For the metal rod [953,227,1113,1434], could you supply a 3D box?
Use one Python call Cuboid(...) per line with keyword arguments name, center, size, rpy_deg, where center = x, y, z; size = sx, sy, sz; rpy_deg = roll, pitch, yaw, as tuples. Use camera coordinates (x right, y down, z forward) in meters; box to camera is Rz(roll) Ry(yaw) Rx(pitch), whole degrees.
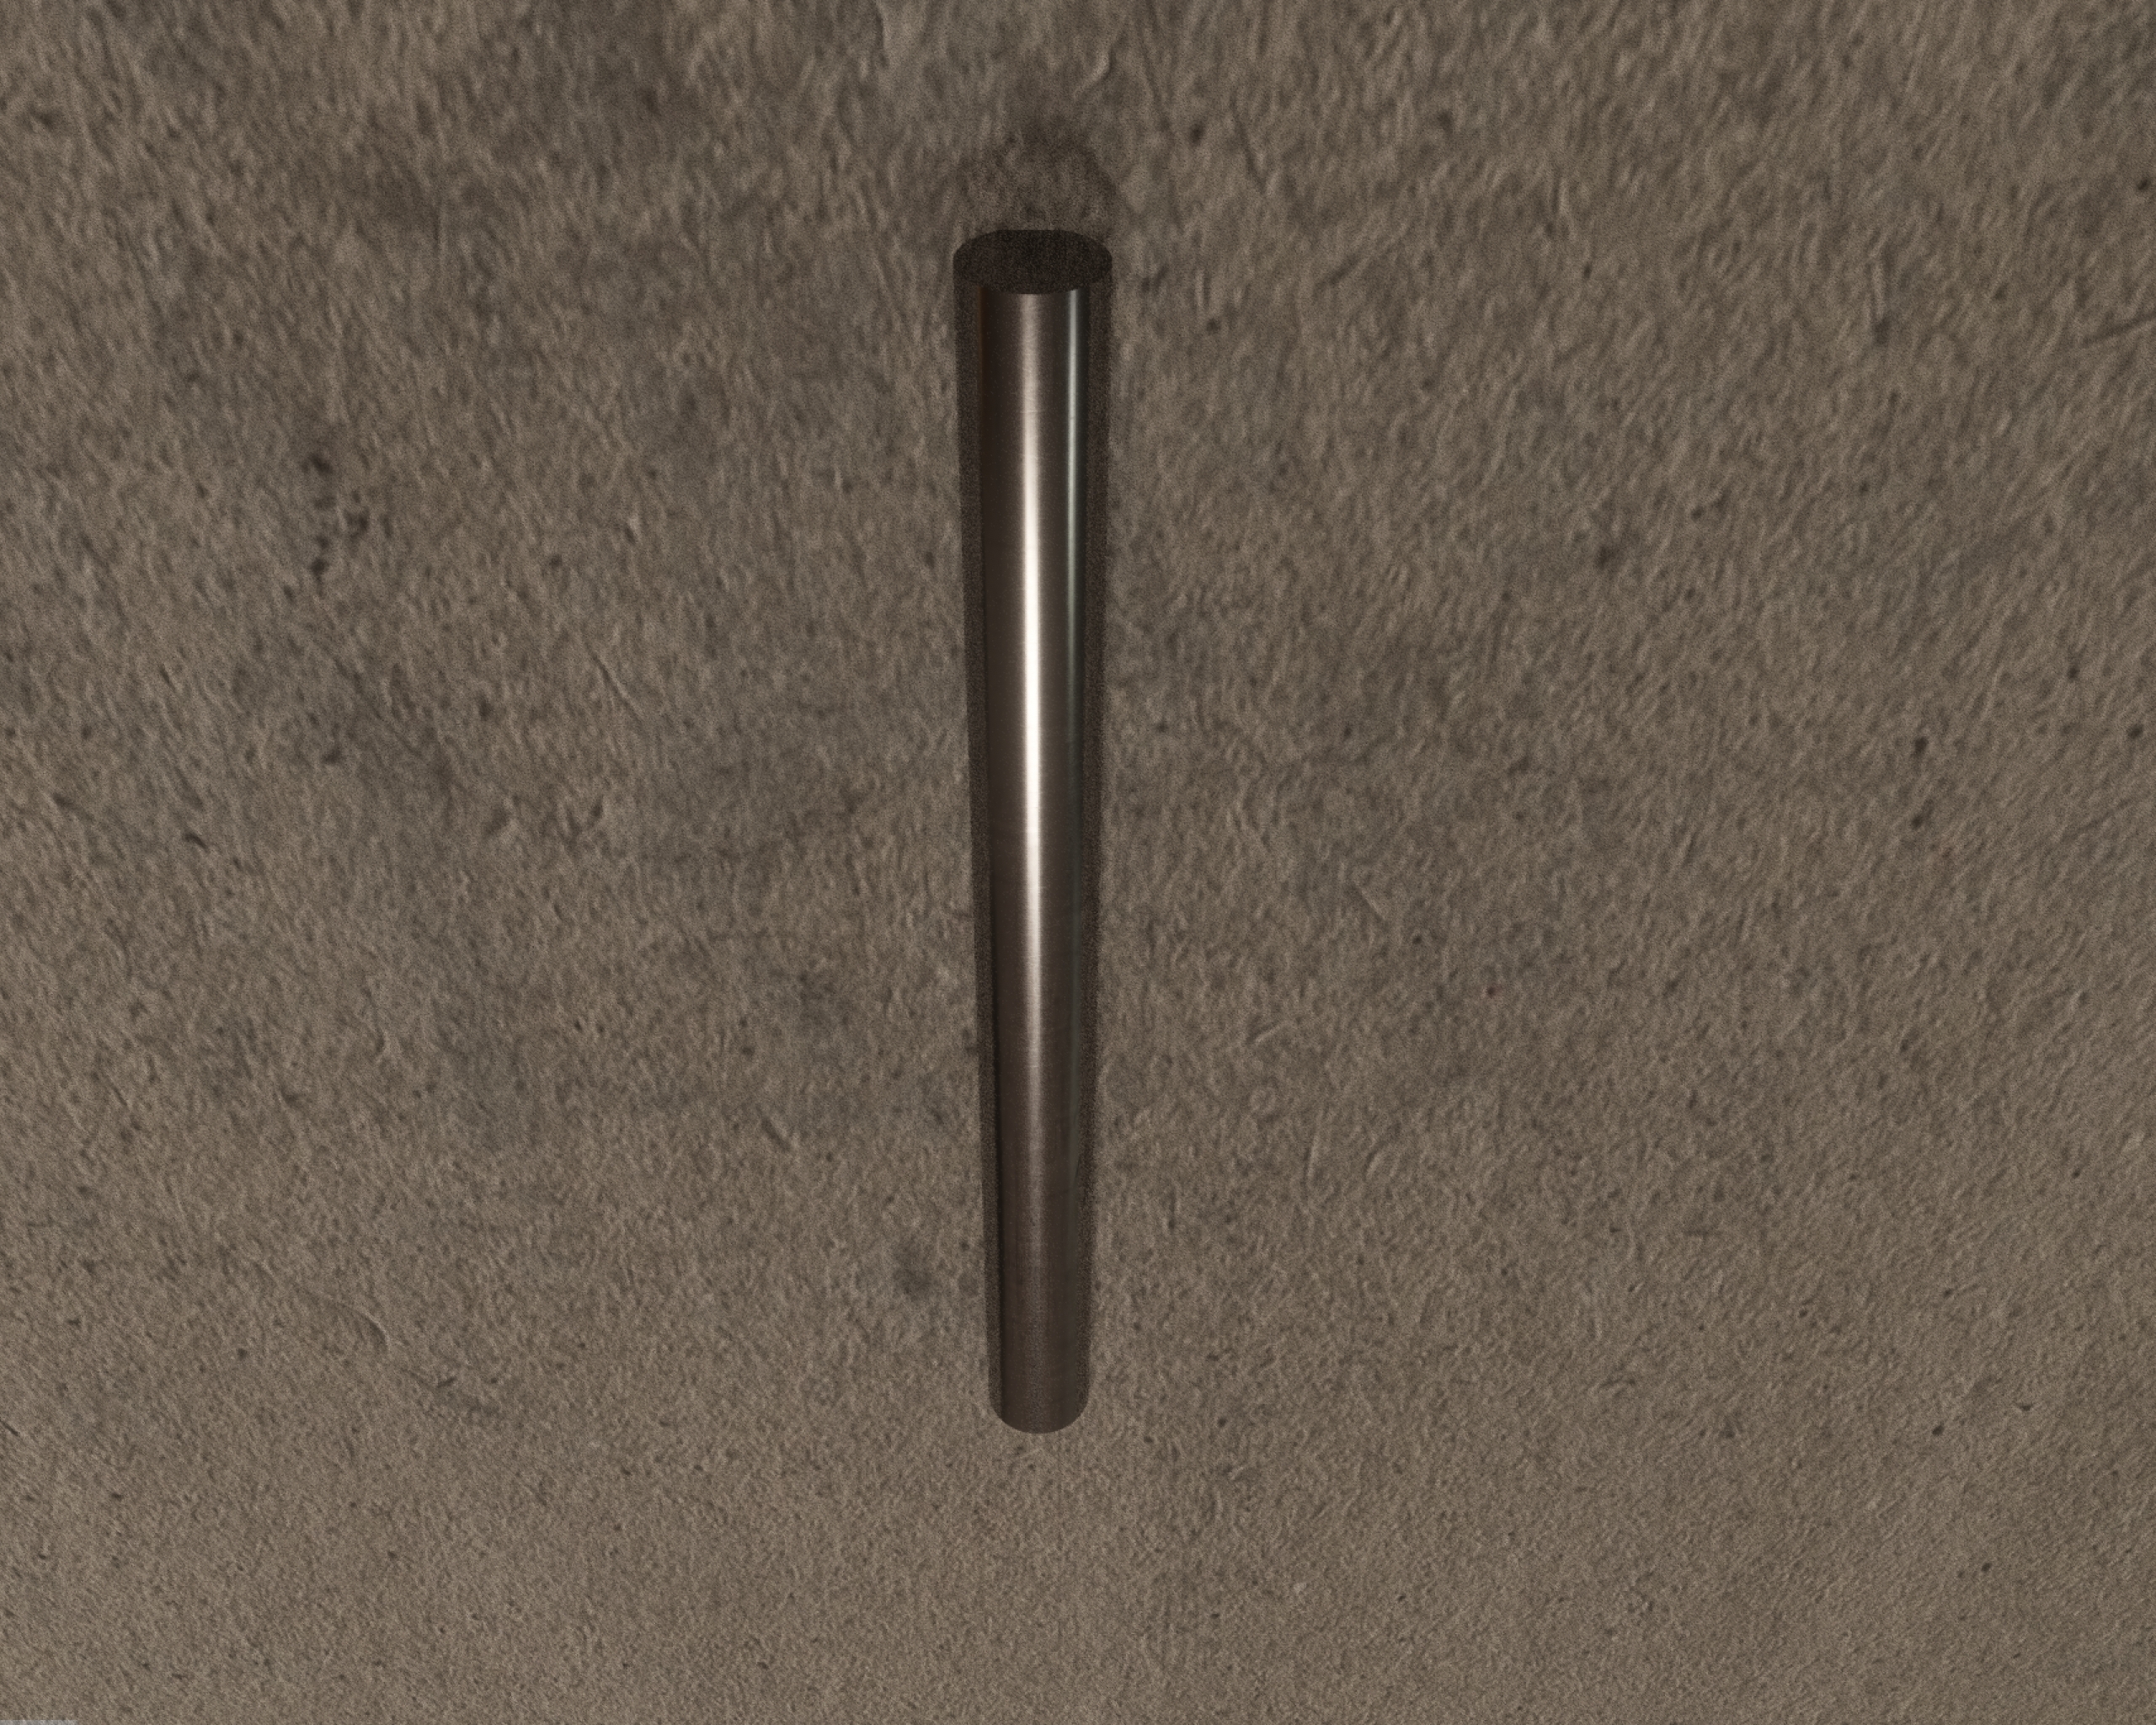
Cuboid(name="metal rod", center=(-0.008, 0.019, 0.424), size=(0.025, 0.025, 0.298), rpy_deg=(0, 130, -1))
